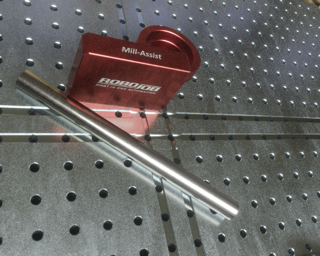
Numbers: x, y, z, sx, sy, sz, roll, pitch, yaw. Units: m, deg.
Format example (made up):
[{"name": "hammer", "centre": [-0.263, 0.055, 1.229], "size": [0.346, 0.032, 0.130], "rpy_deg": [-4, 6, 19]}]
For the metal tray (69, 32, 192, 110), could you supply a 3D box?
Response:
[{"name": "metal tray", "centre": [-0.039, -0.064, 0.384], "size": [0.131, 0.090, 0.030], "rpy_deg": [5, 60, -26]}]

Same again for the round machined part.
[{"name": "round machined part", "centre": [0.008, -0.103, 0.461], "size": [0.099, 0.042, 0.098], "rpy_deg": [14, 52, -19]}]

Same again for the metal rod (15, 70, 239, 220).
[{"name": "metal rod", "centre": [-0.033, 0.024, 0.375], "size": [0.301, 0.025, 0.025], "rpy_deg": [33, 51, -7]}]

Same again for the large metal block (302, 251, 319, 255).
[{"name": "large metal block", "centre": [0.236, 0.207, 0.393], "size": [0.080, 0.050, 0.080], "rpy_deg": [21, 54, -16]}]
